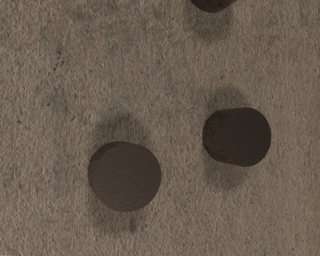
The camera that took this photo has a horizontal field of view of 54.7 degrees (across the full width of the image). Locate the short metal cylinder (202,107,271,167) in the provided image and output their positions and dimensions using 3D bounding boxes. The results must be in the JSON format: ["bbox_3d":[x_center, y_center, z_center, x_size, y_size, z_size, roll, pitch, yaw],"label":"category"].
[{"bbox_3d":[0.107,0.012,0.437,0.081,0.050,0.079,0,90,-21],"label":"short metal cylinder"}]

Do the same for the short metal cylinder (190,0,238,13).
[{"bbox_3d":[0.080,-0.207,0.426,0.081,0.050,0.079,0,90,-21],"label":"short metal cylinder"}]

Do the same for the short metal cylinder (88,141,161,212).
[{"bbox_3d":[-0.045,0.057,0.380,0.081,0.050,0.079,0,90,-21],"label":"short metal cylinder"}]
